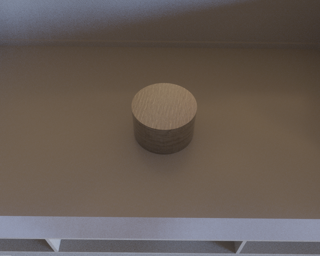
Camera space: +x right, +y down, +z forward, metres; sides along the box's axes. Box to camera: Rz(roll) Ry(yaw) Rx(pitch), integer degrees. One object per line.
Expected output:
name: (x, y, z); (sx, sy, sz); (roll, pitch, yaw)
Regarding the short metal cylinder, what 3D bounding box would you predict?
short metal cylinder: (0.005, -0.013, 0.400); (0.081, 0.050, 0.080); (0, 50, 0)
